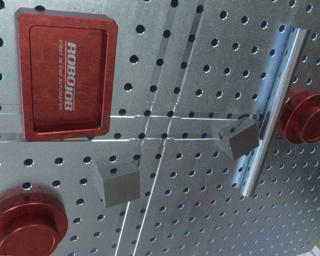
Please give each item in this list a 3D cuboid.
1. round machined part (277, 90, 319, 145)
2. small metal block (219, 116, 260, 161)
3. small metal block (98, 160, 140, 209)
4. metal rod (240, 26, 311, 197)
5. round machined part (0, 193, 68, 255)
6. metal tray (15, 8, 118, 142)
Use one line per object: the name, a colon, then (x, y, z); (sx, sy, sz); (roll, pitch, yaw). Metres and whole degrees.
round machined part: (0.255, -0.013, 0.531); (0.099, 0.042, 0.097); (-14, 124, -21)
small metal block: (0.127, 0.017, 0.490); (0.050, 0.025, 0.050); (-29, 128, -10)
small metal block: (-0.056, 0.078, 0.429); (0.050, 0.025, 0.050); (-12, 124, -22)
metal rod: (0.179, -0.010, 0.502); (0.025, 0.025, 0.298); (-7, 122, -25)
round machined part: (-0.167, 0.134, 0.392); (0.099, 0.042, 0.097); (-14, 124, -21)
metal tray: (-0.097, -0.051, 0.323); (0.091, 0.030, 0.129); (-5, 121, -26)
